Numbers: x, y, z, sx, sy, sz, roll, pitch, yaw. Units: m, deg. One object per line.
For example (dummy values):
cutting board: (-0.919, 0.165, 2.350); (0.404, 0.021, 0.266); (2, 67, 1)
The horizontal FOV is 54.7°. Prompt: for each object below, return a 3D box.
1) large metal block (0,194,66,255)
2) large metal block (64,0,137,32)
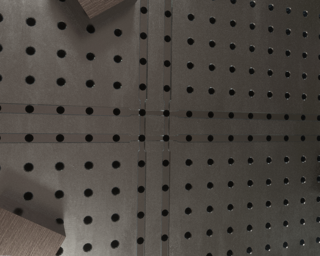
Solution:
large metal block: (-0.162, 0.132, 0.340); (0.080, 0.050, 0.080); (33, 79, -18)
large metal block: (-0.077, -0.177, 0.371); (0.080, 0.050, 0.080); (-37, 102, -17)
